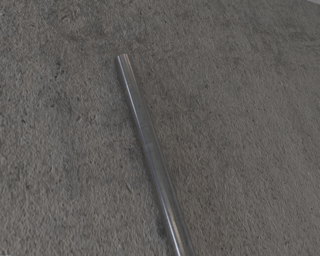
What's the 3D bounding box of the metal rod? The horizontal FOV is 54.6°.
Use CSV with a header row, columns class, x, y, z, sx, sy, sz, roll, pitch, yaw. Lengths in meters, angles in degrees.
class,x,y,z,sx,sy,sz,roll,pitch,yaw
metal rod,-0.008,0.036,0.377,0.025,0.025,0.299,-5,64,-30
